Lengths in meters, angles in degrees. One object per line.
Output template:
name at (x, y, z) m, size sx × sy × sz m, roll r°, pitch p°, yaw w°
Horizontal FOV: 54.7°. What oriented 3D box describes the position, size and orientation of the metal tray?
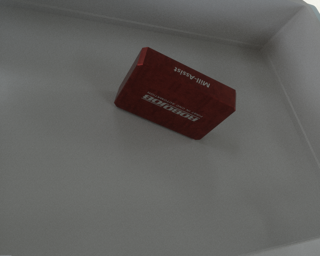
metal tray at (0.018, -0.038, 0.394) m, size 0.131 × 0.090 × 0.030 m, roll 23°, pitch 53°, yaw -16°
